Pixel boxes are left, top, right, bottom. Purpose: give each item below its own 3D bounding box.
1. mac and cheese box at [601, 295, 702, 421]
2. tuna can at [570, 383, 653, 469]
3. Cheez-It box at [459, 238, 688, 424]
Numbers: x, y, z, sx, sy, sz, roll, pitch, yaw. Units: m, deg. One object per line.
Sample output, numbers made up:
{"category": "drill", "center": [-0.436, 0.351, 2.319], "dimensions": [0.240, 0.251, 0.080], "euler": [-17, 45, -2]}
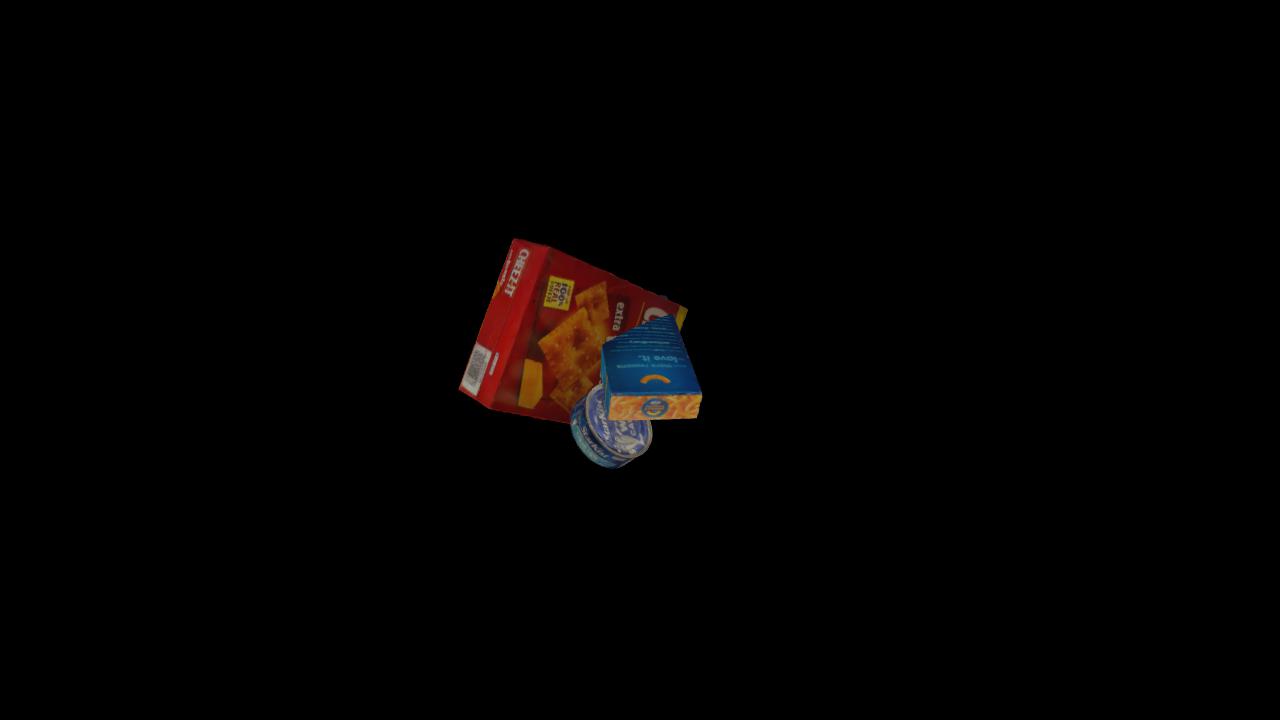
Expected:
{"category": "mac and cheese box", "center": [0.000, -0.009, 0.664], "dimensions": [0.093, 0.041, 0.184], "euler": [1, 37, -11]}
{"category": "tuna can", "center": [-0.030, 0.067, 0.631], "dimensions": [0.084, 0.084, 0.034], "euler": [0, -29, -46]}
{"category": "Cheez-It box", "center": [-0.061, -0.014, 0.665], "dimensions": [0.071, 0.166, 0.223], "euler": [23, 4, 43]}
